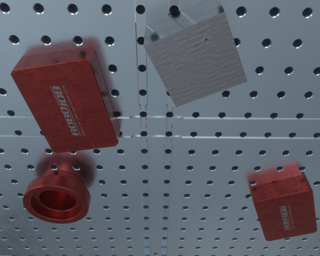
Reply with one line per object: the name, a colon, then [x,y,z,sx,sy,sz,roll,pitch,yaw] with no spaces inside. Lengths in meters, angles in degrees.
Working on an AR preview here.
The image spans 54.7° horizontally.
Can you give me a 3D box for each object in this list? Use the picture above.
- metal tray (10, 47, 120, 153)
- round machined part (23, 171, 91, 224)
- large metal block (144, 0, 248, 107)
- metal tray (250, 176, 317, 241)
metal tray: [-0.109,-0.028,0.383,0.090,0.030,0.129,-7,130,6]
round machined part: [-0.159,0.106,0.489,0.099,0.042,0.097,0,130,0]
large metal block: [0.038,-0.079,0.328,0.080,0.050,0.080,-19,128,15]
metal tray: [0.214,0.142,0.531,0.090,0.030,0.130,-17,129,13]
